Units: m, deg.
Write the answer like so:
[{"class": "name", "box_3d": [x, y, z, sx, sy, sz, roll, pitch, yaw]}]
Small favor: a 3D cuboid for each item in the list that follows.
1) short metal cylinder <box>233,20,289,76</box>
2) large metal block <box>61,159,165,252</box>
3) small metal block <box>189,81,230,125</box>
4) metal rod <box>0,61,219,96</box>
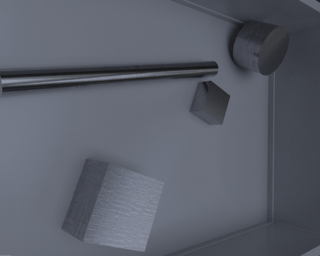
[{"class": "short metal cylinder", "box_3d": [0.168, -0.133, 0.515, 0.081, 0.050, 0.079, -24, 130, -31]}, {"class": "large metal block", "box_3d": [-0.051, 0.087, 0.350, 0.080, 0.050, 0.080, 27, 73, -37]}, {"class": "small metal block", "box_3d": [0.077, -0.037, 0.474, 0.050, 0.025, 0.050, 29, 72, -37]}, {"class": "metal rod", "box_3d": [-0.034, -0.066, 0.379, 0.302, 0.025, 0.025, -12, 98, -40]}]
